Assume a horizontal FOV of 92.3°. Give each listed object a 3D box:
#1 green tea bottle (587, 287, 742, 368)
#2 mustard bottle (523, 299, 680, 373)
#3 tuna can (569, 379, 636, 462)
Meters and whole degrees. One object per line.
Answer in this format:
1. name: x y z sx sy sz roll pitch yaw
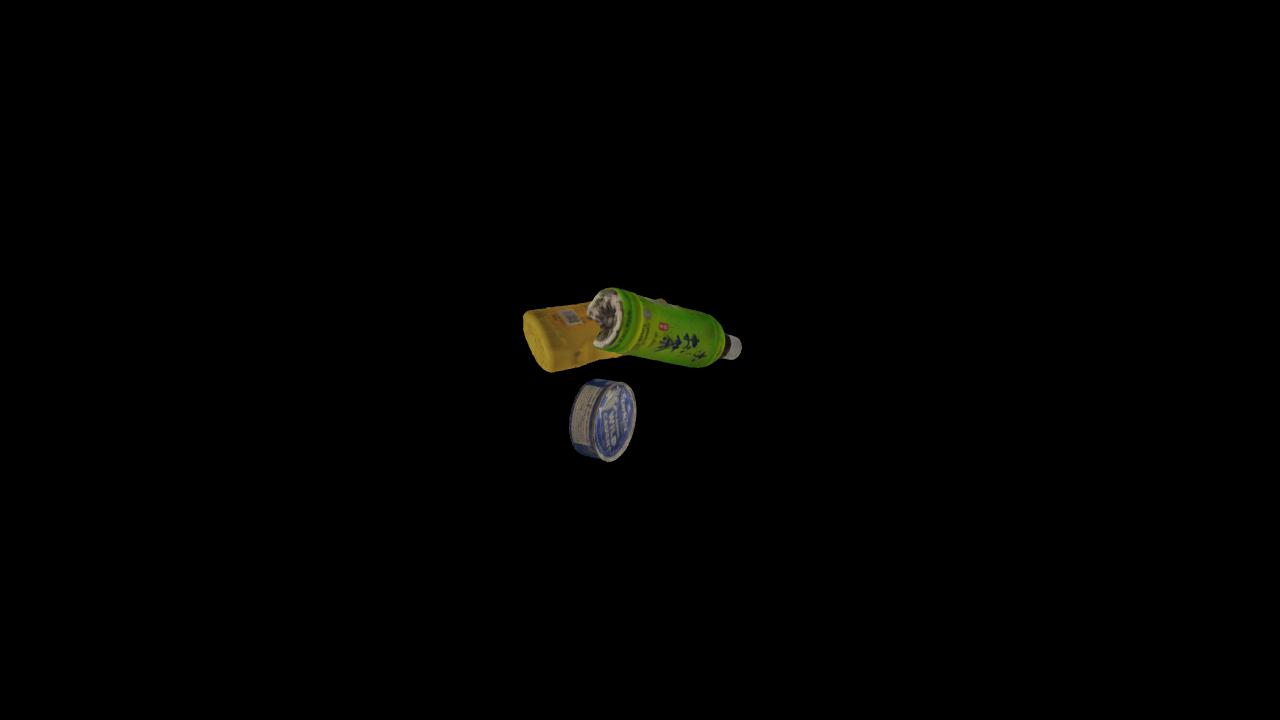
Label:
1. green tea bottle: 0.040 -0.031 0.716 0.212 0.073 0.073 9 -5 -39
2. mustard bottle: -0.033 -0.039 0.701 0.184 0.054 0.092 -13 33 -24
3. tuna can: -0.038 0.062 0.646 0.034 0.084 0.084 8 4 29
